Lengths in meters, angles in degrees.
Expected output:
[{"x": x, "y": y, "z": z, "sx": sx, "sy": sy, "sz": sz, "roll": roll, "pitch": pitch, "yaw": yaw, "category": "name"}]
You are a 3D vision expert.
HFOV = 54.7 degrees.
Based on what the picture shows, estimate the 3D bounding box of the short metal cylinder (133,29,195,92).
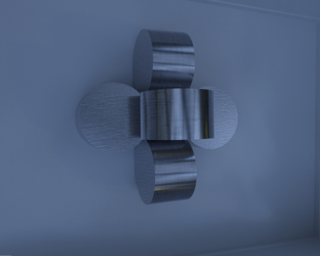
[{"x": 0.002, "y": -0.078, "z": 0.380, "sx": 0.050, "sy": 0.080, "sz": 0.080, "roll": -2, "pitch": 91, "yaw": -21, "category": "short metal cylinder"}]

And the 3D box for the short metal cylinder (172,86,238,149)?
[{"x": 0.056, "y": -0.013, "z": 0.415, "sx": 0.081, "sy": 0.050, "sz": 0.080, "roll": 0, "pitch": 90, "yaw": -20, "category": "short metal cylinder"}]

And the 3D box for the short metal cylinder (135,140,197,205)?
[{"x": 0.004, "y": 0.051, "z": 0.381, "sx": 0.050, "sy": 0.080, "sz": 0.080, "roll": -2, "pitch": 91, "yaw": -21, "category": "short metal cylinder"}]

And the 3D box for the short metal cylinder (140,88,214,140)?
[{"x": 0.019, "y": -0.014, "z": 0.339, "sx": 0.081, "sy": 0.080, "sz": 0.050, "roll": -1, "pitch": 90, "yaw": -20, "category": "short metal cylinder"}]

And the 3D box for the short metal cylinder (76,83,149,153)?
[{"x": -0.058, "y": -0.012, "z": 0.374, "sx": 0.081, "sy": 0.050, "sz": 0.080, "roll": 0, "pitch": 90, "yaw": -20, "category": "short metal cylinder"}]
